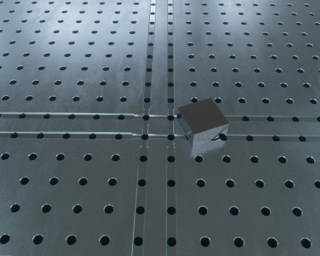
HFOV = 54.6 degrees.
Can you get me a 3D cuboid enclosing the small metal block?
[{"bbox_3d":[0.056,-0.009,0.416,0.050,0.025,0.050,-17,52,-14],"label":"small metal block"}]
